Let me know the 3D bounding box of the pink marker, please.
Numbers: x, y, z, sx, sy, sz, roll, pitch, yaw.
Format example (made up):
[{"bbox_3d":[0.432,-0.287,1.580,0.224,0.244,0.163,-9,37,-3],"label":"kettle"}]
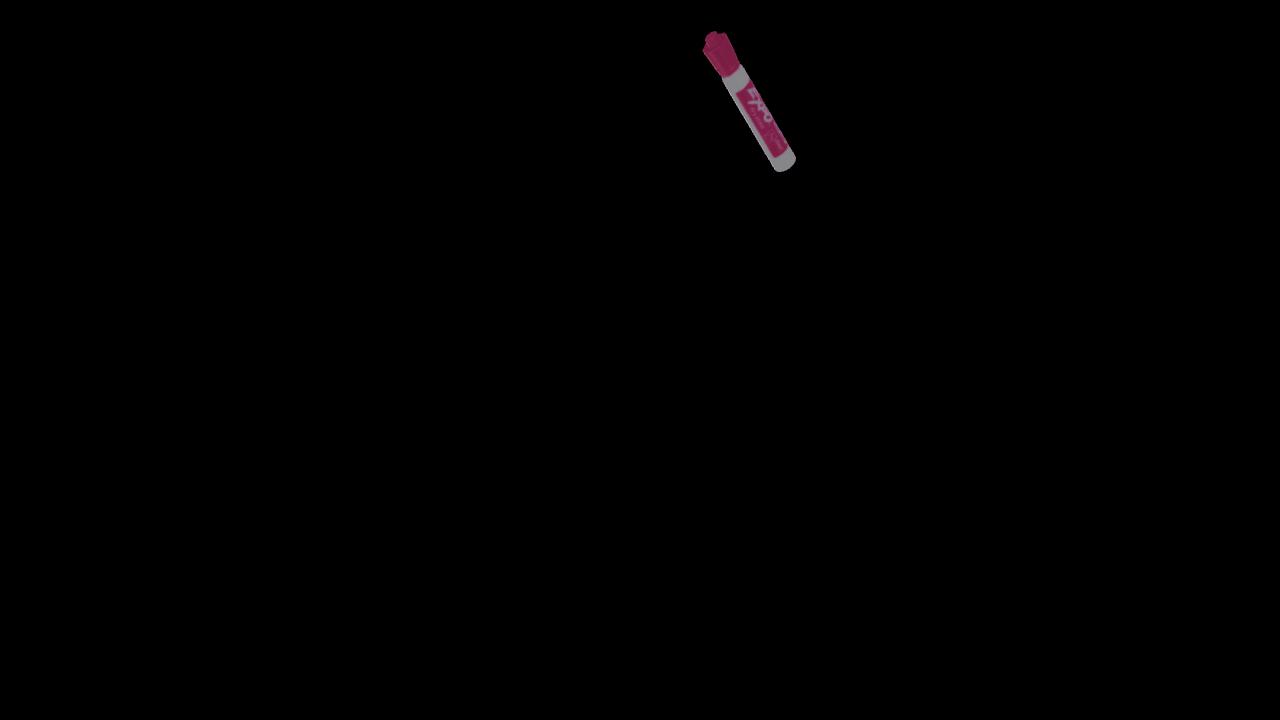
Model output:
[{"bbox_3d":[0.082,-0.188,0.454,0.020,0.020,0.121,0,-31,42],"label":"pink marker"}]
